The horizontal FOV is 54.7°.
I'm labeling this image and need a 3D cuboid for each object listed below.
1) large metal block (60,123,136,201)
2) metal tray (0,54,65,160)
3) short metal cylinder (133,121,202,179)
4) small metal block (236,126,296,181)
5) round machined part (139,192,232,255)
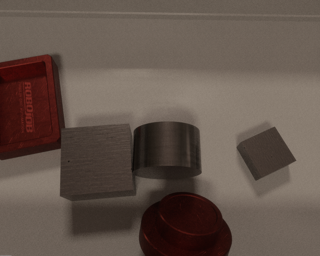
[{"bbox_3d":[-0.074,0.043,0.380,0.081,0.050,0.080,-5,70,-2],"label":"large metal block"},{"bbox_3d":[-0.181,-0.030,0.415,0.091,0.030,0.129,-11,70,-5],"label":"metal tray"},{"bbox_3d":[0.008,0.029,0.370,0.081,0.080,0.050,0,70,-1],"label":"short metal cylinder"},{"bbox_3d":[0.136,0.033,0.399,0.050,0.025,0.050,-24,72,-9],"label":"small metal block"},{"bbox_3d":[0.029,0.106,0.332,0.099,0.098,0.042,12,114,4],"label":"round machined part"}]
